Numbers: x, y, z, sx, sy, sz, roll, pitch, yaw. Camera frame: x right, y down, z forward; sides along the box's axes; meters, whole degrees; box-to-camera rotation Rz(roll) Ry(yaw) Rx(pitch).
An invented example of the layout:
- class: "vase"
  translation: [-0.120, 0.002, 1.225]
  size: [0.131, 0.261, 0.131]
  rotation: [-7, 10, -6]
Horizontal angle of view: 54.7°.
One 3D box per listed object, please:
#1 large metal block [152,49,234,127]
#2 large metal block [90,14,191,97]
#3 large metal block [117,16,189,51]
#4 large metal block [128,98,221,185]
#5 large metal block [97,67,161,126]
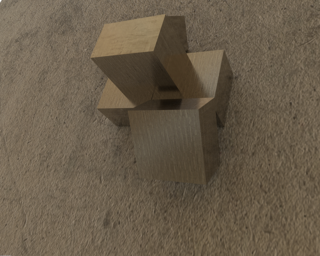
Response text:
- class: "large metal block"
  translation: [0.042, -0.048, 0.394]
  size: [0.080, 0.050, 0.080]
  rotation: [1, 62, 28]
- class: "large metal block"
  translation: [-0.019, -0.080, 0.364]
  size: [0.080, 0.080, 0.050]
  rotation: [1, 63, 28]
- class: "large metal block"
  translation: [-0.014, -0.130, 0.448]
  size: [0.080, 0.050, 0.080]
  rotation: [0, 18, 28]
- class: "large metal block"
  translation: [0.018, 0.012, 0.344]
  size: [0.080, 0.079, 0.050]
  rotation: [1, 18, 28]
- class: "large metal block"
  translation: [-0.029, -0.049, 0.431]
  size: [0.080, 0.050, 0.080]
  rotation: [1, 62, 28]
